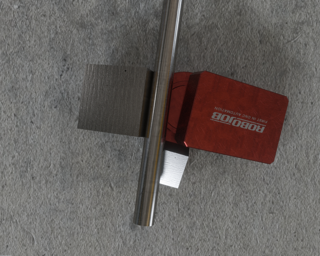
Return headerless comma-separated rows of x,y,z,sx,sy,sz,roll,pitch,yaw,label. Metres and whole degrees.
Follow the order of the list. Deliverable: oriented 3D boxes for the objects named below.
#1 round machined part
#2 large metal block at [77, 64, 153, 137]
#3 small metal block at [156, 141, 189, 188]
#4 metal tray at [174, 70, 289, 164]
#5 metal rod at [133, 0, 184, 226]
0.031,-0.025,0.403,0.099,0.042,0.097,0,90,0,round machined part
-0.050,-0.033,0.387,0.080,0.050,0.080,7,90,18,large metal block
0.007,0.045,0.401,0.050,0.025,0.050,16,116,0,small metal block
0.091,-0.011,0.387,0.131,0.030,0.089,13,91,-21,metal tray
0.001,-0.036,0.369,0.025,0.025,0.298,8,88,0,metal rod
